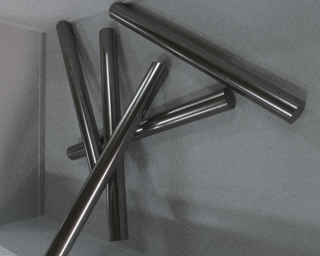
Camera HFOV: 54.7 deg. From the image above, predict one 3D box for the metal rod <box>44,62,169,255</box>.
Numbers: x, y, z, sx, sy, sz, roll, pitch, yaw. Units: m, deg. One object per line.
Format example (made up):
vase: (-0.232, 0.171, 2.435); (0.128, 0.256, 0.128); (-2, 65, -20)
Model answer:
metal rod: (-0.069, 0.050, 0.384); (0.025, 0.025, 0.299); (22, 79, 37)

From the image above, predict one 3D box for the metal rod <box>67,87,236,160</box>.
metal rod: (-0.035, 0.005, 0.433); (0.300, 0.025, 0.025); (-19, 78, 38)

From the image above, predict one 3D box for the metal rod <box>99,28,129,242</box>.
metal rod: (-0.065, -0.003, 0.426); (0.025, 0.025, 0.299); (-20, 68, 38)

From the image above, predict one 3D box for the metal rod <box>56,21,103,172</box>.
metal rod: (-0.124, -0.049, 0.484); (0.025, 0.025, 0.299); (-36, 61, 34)

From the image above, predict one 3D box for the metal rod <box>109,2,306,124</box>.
metal rod: (0.033, -0.094, 0.377); (0.300, 0.025, 0.025); (39, 114, 32)
